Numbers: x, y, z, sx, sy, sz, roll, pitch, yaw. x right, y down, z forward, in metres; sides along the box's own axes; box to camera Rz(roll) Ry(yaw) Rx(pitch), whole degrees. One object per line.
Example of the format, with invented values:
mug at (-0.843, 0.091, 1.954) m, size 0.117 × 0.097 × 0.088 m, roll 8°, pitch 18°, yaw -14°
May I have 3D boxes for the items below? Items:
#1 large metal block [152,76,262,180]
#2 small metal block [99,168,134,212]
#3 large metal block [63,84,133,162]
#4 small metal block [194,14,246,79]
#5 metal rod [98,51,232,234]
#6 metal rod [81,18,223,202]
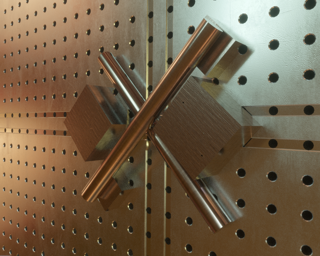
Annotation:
large metal block at (0.051, 0.000, 0.351) m, size 0.080 × 0.050 × 0.080 m, roll 51°, pitch 120°, yaw 28°
small metal block at (-0.073, 0.089, 0.470) m, size 0.050 × 0.025 × 0.050 m, roll 52°, pitch 120°, yaw 27°
large metal block at (-0.092, -0.007, 0.469) m, size 0.080 × 0.050 × 0.080 m, roll -51°, pitch 61°, yaw 28°
small metal block at (0.061, -0.093, 0.360) m, size 0.050 × 0.025 × 0.050 m, roll -52°, pitch 60°, yaw 27°
metal rod at (-0.007, 0.002, 0.414) m, size 0.025 × 0.025 × 0.299 m, roll -50°, pitch 61°, yaw 28°
metal rod at (-0.024, -0.005, 0.396) m, size 0.298 × 0.025 × 0.025 m, roll -52°, pitch 60°, yaw 27°
